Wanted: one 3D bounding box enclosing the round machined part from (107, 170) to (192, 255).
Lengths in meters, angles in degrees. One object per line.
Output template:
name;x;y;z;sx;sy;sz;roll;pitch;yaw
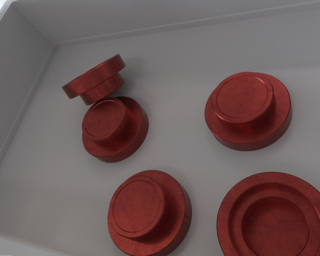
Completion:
round machined part;-0.017;0.092;0.347;0.098;0.042;0.098;-13;56;21

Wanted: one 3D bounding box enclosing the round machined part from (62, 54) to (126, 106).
round machined part;-0.093;-0.069;0.467;0.098;0.042;0.098;-28;17;9

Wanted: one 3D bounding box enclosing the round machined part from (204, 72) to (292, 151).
round machined part;0.099;-0.026;0.359;0.098;0.042;0.098;-13;56;21

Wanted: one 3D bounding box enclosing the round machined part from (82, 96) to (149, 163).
round machined part;-0.069;-0.004;0.434;0.098;0.042;0.098;-13;56;21

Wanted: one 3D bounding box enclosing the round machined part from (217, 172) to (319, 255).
round machined part;0.105;0.093;0.282;0.098;0.042;0.098;-13;56;21
